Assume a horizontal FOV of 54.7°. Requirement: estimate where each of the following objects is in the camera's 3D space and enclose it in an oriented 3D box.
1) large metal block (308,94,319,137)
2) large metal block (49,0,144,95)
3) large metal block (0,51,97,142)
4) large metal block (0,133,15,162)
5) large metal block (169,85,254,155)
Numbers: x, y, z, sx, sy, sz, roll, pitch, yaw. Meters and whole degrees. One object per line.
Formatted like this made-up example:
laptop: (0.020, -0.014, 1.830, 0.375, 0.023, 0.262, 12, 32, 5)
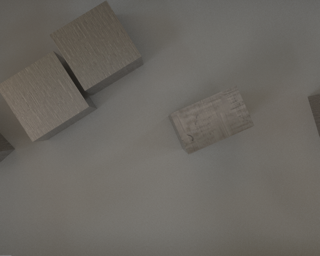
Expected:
large metal block: (0.239, -0.012, 0.387, 0.050, 0.080, 0.080, -17, 90, 0)
large metal block: (-0.078, -0.099, 0.398, 0.080, 0.050, 0.080, -32, 90, 0)
large metal block: (-0.141, -0.038, 0.397, 0.080, 0.050, 0.080, -33, 90, 0)
large metal block: (-0.243, 0.016, 0.381, 0.050, 0.080, 0.080, -43, 91, 0)
large metal block: (0.058, -0.009, 0.385, 0.080, 0.080, 0.050, -24, 90, 0)
